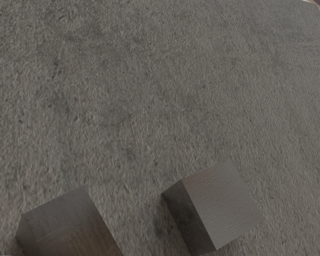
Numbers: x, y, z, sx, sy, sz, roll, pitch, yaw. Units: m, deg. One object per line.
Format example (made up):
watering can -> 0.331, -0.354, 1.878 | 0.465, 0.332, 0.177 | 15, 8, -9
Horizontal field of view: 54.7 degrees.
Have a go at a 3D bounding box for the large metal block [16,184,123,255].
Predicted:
large metal block -> -0.077, 0.106, 0.263 | 0.050, 0.080, 0.080 | -24, 75, -37

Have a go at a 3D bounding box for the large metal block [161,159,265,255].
large metal block -> 0.062, 0.093, 0.366 | 0.081, 0.050, 0.080 | -15, 70, -34
